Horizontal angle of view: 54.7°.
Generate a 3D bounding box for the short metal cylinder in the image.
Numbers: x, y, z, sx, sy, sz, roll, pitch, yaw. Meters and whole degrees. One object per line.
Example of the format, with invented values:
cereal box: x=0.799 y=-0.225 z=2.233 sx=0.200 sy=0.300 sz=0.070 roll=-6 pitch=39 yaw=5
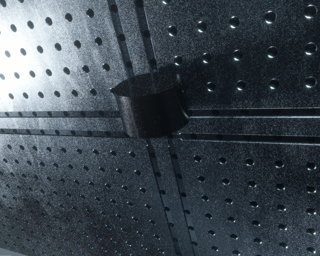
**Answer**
short metal cylinder: x=-0.008 y=-0.029 z=0.361 sx=0.080 sy=0.080 sz=0.050 roll=3 pitch=120 yaw=26
